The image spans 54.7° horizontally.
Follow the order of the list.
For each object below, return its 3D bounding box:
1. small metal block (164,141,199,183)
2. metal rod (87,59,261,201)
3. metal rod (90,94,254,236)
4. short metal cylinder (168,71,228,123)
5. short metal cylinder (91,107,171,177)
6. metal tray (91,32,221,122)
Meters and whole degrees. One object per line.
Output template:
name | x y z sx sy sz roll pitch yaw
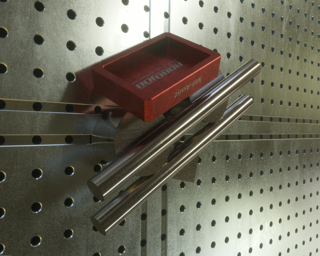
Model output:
small metal block | 0.026 0.047 0.432 0.050 0.025 0.050 19 78 -39
metal rod | 0.039 -0.015 0.377 0.302 0.025 0.025 -37 113 -34
metal rod | 0.037 0.030 0.408 0.302 0.025 0.025 -36 112 -34
short metal cylinder | 0.052 -0.047 0.439 0.081 0.050 0.079 0 90 -40
short metal cylinder | -0.033 0.014 0.367 0.081 0.050 0.079 0 90 -40
metal tray | -0.002 -0.067 0.365 0.131 0.090 0.030 -36 144 -35
